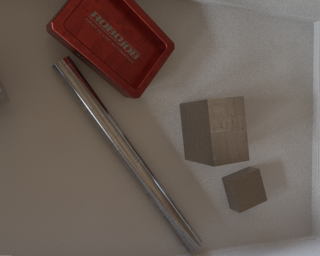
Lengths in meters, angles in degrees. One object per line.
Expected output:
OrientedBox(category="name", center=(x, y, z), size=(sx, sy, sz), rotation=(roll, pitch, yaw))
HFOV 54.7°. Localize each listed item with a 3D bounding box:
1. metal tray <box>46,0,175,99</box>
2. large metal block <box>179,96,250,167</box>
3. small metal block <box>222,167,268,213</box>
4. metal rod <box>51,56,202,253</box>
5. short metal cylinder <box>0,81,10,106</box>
OrientedBox(category="metal tray", center=(-0.054, -0.108, 0.372), size=(0.130, 0.030, 0.090), rotation=(40, 78, -30))
OrientedBox(category="large metal block", center=(0.069, 0.003, 0.408), size=(0.050, 0.080, 0.079), rotation=(-7, 93, -20))
OrientedBox(category="small metal block", center=(0.125, 0.091, 0.459), size=(0.050, 0.025, 0.050), rotation=(-18, 96, -20))
OrientedBox(category="metal rod", center=(-0.035, 0.042, 0.398), size=(0.025, 0.025, 0.299), rotation=(-38, 103, -16))
OrientedBox(category="short metal cylinder", center=(-0.195, -0.052, 0.309), size=(0.050, 0.080, 0.080), rotation=(-27, 100, -18))
